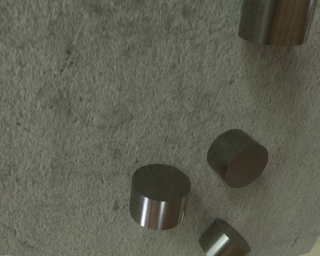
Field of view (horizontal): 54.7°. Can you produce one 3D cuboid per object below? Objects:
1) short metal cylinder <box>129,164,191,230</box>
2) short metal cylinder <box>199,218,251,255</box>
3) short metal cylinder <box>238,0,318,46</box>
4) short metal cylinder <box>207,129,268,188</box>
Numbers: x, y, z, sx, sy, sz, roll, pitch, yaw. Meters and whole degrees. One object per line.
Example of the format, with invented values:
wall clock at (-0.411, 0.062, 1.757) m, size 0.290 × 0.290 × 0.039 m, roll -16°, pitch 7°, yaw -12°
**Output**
short metal cylinder at (-0.001, 0.094, 0.431) m, size 0.081 × 0.080 × 0.050 m, roll -7°, pitch 122°, yaw -25°
short metal cylinder at (0.119, 0.214, 0.572) m, size 0.080 × 0.080 × 0.050 m, roll 32°, pitch 101°, yaw -39°
short metal cylinder at (0.137, -0.133, 0.366) m, size 0.081 × 0.080 × 0.050 m, roll -12°, pitch 124°, yaw -22°
short metal cylinder at (0.122, 0.048, 0.490) m, size 0.081 × 0.050 × 0.079 m, roll -14°, pitch 125°, yaw -21°
